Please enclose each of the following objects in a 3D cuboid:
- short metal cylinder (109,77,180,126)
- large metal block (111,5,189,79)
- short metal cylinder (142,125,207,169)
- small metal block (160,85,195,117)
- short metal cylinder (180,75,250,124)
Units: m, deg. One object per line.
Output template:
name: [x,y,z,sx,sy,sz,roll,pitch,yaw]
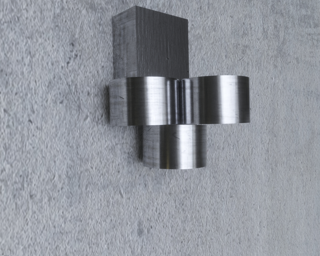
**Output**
short metal cylinder: [-0.017,-0.029,0.356,0.081,0.080,0.050,-3,92,-40]
large metal block: [-0.011,-0.095,0.381,0.081,0.050,0.079,-2,92,-40]
short metal cylinder: [0.018,0.021,0.386,0.081,0.080,0.050,-1,91,-40]
small metal block: [0.022,-0.030,0.411,0.025,0.050,0.050,1,89,-40]
short metal cylinder: [0.062,-0.030,0.358,0.081,0.080,0.050,-3,92,-40]
